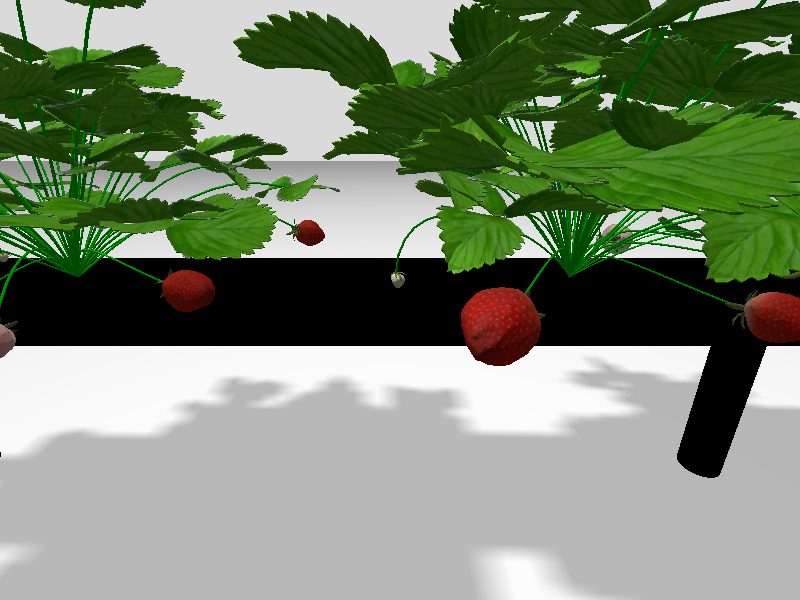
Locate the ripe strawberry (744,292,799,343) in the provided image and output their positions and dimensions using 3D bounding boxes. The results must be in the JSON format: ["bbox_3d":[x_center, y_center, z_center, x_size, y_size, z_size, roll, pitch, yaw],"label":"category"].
[{"bbox_3d":[0.227,0.011,0.238,0.035,0.030,0.035,-11,24,-27],"label":"ripe strawberry"}]

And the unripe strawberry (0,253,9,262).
[{"bbox_3d":[-0.406,-0.044,0.409,0.010,0.010,0.009,9,23,22],"label":"unripe strawberry"}]

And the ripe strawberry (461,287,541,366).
[{"bbox_3d":[0.050,0.016,0.212,0.042,0.044,0.046,13,25,31],"label":"ripe strawberry"}]

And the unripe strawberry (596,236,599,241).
[{"bbox_3d":[0.248,-0.074,0.495,0.011,0.011,0.010,13,25,31],"label":"unripe strawberry"}]

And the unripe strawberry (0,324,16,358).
[{"bbox_3d":[-0.225,0.023,0.219,0.020,0.022,0.021,-9,41,-23],"label":"unripe strawberry"}]

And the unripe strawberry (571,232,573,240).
[{"bbox_3d":[0.208,-0.078,0.489,0.010,0.011,0.011,8,22,20],"label":"unripe strawberry"}]

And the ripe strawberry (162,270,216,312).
[{"bbox_3d":[-0.147,-0.007,0.284,0.034,0.029,0.034,12,24,27],"label":"ripe strawberry"}]

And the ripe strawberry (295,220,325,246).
[{"bbox_3d":[-0.106,-0.079,0.475,0.035,0.030,0.035,10,12,-37],"label":"ripe strawberry"}]

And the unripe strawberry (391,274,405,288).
[{"bbox_3d":[-0.002,-0.015,0.310,0.010,0.011,0.011,-7,22,-18],"label":"unripe strawberry"}]

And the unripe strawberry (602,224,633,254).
[{"bbox_3d":[0.243,-0.069,0.447,0.032,0.034,0.035,19,27,40],"label":"unripe strawberry"}]
